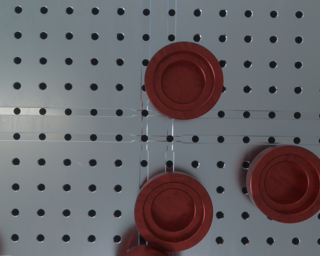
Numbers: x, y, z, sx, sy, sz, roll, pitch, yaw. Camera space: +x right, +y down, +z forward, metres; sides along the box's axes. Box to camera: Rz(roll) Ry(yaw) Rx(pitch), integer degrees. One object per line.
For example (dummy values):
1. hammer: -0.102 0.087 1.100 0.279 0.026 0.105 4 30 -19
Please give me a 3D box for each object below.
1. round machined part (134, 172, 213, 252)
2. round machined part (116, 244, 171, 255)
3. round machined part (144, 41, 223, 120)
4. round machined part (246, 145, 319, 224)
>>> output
1. round machined part: 0.017 0.105 0.405 0.099 0.042 0.097 0 90 -1
2. round machined part: -0.016 0.186 0.390 0.098 0.042 0.097 6 123 10
3. round machined part: 0.030 -0.059 0.405 0.099 0.042 0.097 0 90 0
4. round machined part: 0.161 0.070 0.406 0.099 0.042 0.097 0 90 0
